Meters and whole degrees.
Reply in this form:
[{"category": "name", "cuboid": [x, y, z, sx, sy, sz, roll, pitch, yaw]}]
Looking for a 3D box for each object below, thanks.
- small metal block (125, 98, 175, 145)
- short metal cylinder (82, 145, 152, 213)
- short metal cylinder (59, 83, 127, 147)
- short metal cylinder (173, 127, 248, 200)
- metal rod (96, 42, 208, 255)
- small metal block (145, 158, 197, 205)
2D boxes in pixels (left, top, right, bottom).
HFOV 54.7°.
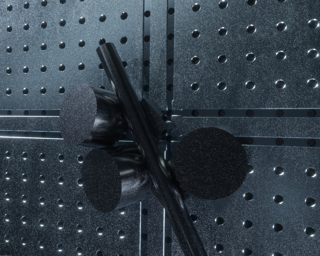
[{"category": "small metal block", "cuboid": [-0.018, -0.004, 0.415, 0.050, 0.025, 0.050, -45, 76, 14]}, {"category": "short metal cylinder", "cuboid": [-0.057, 0.063, 0.401, 0.080, 0.050, 0.079, 5, 97, 42]}, {"category": "short metal cylinder", "cuboid": [-0.089, -0.014, 0.412, 0.080, 0.050, 0.080, -9, 76, 39]}, {"category": "short metal cylinder", "cuboid": [0.056, 0.044, 0.362, 0.081, 0.050, 0.080, 0, 75, 1]}, {"category": "metal rod", "cuboid": [-0.012, 0.029, 0.385, 0.025, 0.025, 0.299, -27, 81, 18]}, {"category": "small metal block", "cuboid": [0.017, 0.073, 0.402, 0.050, 0.025, 0.050, -42, 77, 15]}]
